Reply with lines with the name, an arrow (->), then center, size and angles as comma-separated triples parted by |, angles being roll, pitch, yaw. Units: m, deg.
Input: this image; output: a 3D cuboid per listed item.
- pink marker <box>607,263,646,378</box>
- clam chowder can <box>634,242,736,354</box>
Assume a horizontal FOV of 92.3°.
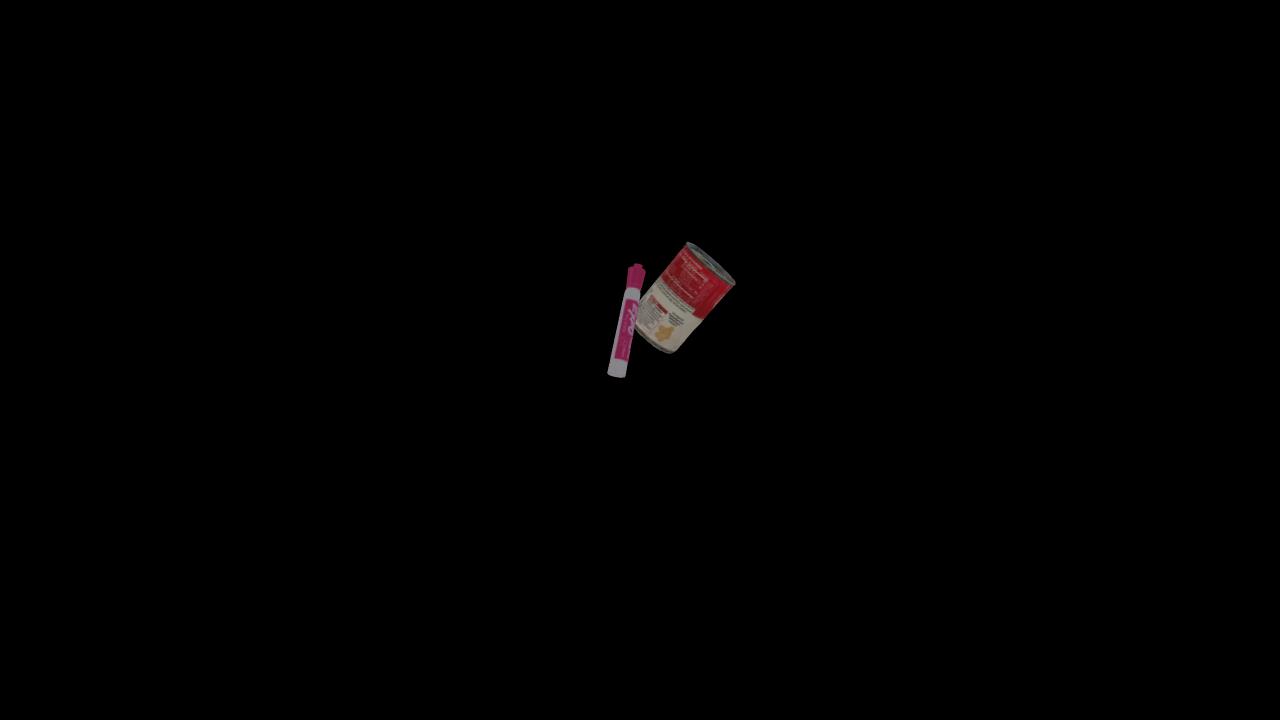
pink marker -> -0.013, -0.042, 0.632 | 0.020, 0.121, 0.020 | 10, -13, 2
clam chowder can -> 0.043, -0.065, 0.654 | 0.068, 0.102, 0.068 | 37, 18, -14
